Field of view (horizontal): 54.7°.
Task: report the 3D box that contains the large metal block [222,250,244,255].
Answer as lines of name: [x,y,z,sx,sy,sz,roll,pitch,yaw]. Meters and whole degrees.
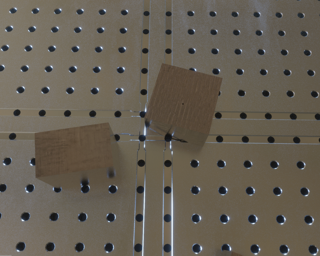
large metal block: [0.099,0.186,0.332,0.080,0.050,0.080,20,71,6]

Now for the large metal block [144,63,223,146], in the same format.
large metal block: [0.031,-0.030,0.410,0.080,0.050,0.080,15,71,5]

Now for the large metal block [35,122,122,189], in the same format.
large metal block: [-0.093,0.036,0.368,0.081,0.080,0.050,-8,71,-3]
